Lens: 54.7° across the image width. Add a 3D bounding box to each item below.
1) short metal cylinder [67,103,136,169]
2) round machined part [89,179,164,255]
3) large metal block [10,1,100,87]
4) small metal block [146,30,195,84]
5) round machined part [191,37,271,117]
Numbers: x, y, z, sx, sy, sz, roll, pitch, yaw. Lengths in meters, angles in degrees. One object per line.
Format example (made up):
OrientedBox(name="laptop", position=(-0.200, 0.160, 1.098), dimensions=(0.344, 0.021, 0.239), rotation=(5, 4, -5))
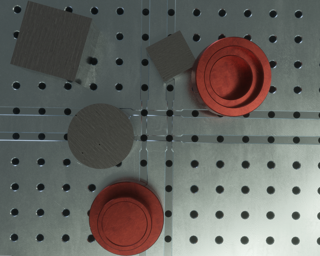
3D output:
OrientedBox(name="short metal cylinder", position=(-0.072, 0.010, 0.400), dimensions=(0.081, 0.050, 0.080), rotation=(0, 90, 0))
OrientedBox(name="round machined part", position=(-0.044, 0.119, 0.404), dimensions=(0.099, 0.042, 0.097), rotation=(0, 90, 0))
OrientedBox(name="large metal block", position=(-0.132, -0.105, 0.400), dimensions=(0.080, 0.050, 0.080), rotation=(16, 90, 0))
OrientedBox(name="small metal block", position=(0.015, -0.093, 0.413), dimensions=(0.050, 0.025, 0.050), rotation=(-28, 90, 0))
OrientedBox(name="round machined part", position=(0.088, -0.064, 0.400), dimensions=(0.099, 0.042, 0.097), rotation=(-1, 95, -9))
